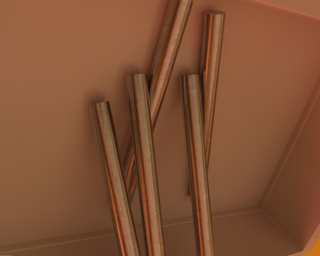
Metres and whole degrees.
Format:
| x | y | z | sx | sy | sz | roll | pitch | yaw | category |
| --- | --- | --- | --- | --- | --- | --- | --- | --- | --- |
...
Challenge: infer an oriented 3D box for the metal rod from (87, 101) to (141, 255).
| x | y | z | sx | sy | sz | roll | pitch | yaw | category |
| --- | --- | --- | --- | --- | --- | --- | --- | --- | --- |
| -0.042 | 0.117 | 0.368 | 0.025 | 0.025 | 0.298 | -13 | 95 | -22 | metal rod |

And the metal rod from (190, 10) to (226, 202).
| x | y | z | sx | sy | sz | roll | pitch | yaw | category |
| --- | --- | --- | --- | --- | --- | --- | --- | --- | --- |
| 0.063 | -0.008 | 0.438 | 0.025 | 0.025 | 0.298 | -13 | 124 | -21 | metal rod |

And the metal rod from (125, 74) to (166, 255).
| x | y | z | sx | sy | sz | roll | pitch | yaw | category |
| --- | --- | --- | --- | --- | --- | --- | --- | --- | --- |
| -0.013 | 0.086 | 0.375 | 0.025 | 0.025 | 0.298 | -9 | 97 | -24 | metal rod |

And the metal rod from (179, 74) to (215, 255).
| x | y | z | sx | sy | sz | roll | pitch | yaw | category |
| --- | --- | --- | --- | --- | --- | --- | --- | --- | --- |
| 0.052 | 0.081 | 0.409 | 0.025 | 0.025 | 0.298 | -9 | 98 | -24 | metal rod |

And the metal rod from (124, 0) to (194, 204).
| x | y | z | sx | sy | sz | roll | pitch | yaw | category |
| --- | --- | --- | --- | --- | --- | --- | --- | --- | --- |
| -0.016 | -0.010 | 0.393 | 0.025 | 0.025 | 0.298 | 3 | 117 | -30 | metal rod |
